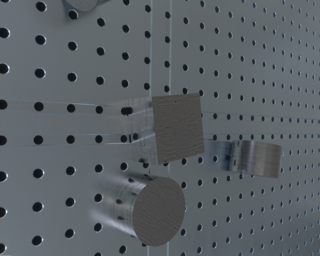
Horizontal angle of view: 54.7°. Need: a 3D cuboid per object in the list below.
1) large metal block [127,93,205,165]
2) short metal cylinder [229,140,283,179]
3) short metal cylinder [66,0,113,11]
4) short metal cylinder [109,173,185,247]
[{"bbox_3d":[0.009,-0.002,0.401,0.081,0.050,0.079,-9,96,-40],"label":"large metal block"},{"bbox_3d":[0.156,0.052,0.505,0.081,0.080,0.050,16,80,-39],"label":"short metal cylinder"},{"bbox_3d":[-0.071,-0.167,0.314,0.050,0.080,0.080,-41,115,-32],"label":"short metal cylinder"},{"bbox_3d":[-0.015,0.098,0.381,0.081,0.050,0.079,0,90,-40],"label":"short metal cylinder"}]
